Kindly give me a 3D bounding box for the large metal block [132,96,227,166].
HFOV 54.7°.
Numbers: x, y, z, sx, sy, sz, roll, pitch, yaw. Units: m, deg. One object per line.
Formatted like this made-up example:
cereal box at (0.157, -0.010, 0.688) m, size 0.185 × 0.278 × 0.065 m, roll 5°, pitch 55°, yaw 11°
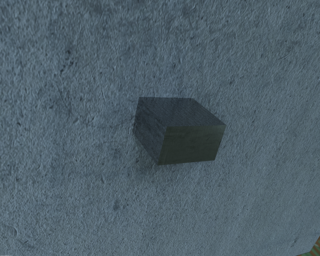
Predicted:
large metal block at (0.021, 0.000, 0.386) m, size 0.081 × 0.080 × 0.050 m, roll -1°, pitch 119°, yaw -28°
